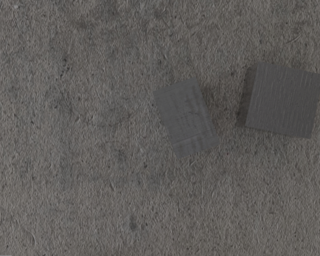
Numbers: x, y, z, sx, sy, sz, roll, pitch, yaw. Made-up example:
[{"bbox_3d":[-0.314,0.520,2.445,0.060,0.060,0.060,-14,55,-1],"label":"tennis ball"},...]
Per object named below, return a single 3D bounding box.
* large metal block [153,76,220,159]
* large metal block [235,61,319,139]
[{"bbox_3d":[0.029,-0.012,0.383,0.050,0.080,0.080,-20,90,0],"label":"large metal block"},{"bbox_3d":[0.150,-0.034,0.398,0.080,0.050,0.080,12,90,0],"label":"large metal block"}]
